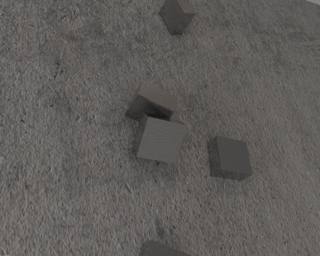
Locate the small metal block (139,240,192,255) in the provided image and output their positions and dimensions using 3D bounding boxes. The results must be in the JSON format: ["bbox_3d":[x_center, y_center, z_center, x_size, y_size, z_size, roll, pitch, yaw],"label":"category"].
[{"bbox_3d":[0.002,0.149,0.314,0.050,0.025,0.050,26,53,-12],"label":"small metal block"}]

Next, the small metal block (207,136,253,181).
[{"bbox_3d":[0.096,0.043,0.429,0.050,0.025,0.050,12,57,-22],"label":"small metal block"}]

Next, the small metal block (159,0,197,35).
[{"bbox_3d":[0.028,-0.193,0.520,0.025,0.050,0.050,-13,69,-33],"label":"small metal block"}]

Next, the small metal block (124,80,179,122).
[{"bbox_3d":[-0.011,-0.028,0.398,0.050,0.050,0.025,25,53,-13],"label":"small metal block"}]

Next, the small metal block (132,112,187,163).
[{"bbox_3d":[-0.001,0.012,0.378,0.050,0.050,0.025,12,12,-22],"label":"small metal block"}]
